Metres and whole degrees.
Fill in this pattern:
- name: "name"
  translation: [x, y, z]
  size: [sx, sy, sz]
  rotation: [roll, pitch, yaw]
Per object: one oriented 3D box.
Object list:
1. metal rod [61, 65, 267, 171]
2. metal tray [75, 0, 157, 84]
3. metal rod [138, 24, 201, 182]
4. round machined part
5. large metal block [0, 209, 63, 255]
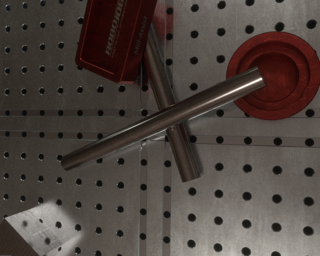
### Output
- name: "metal rod"
  translation: [-0.015, -0.001, 0.391]
  size: [0.300, 0.025, 0.025]
  rotation: [-24, 82, 27]
- name: "metal tray"
  translation: [-0.060, -0.133, 0.409]
  size: [0.090, 0.030, 0.129]
  rotation: [27, 109, 29]
- name: "metal rod"
  translation: [-0.005, -0.075, 0.413]
  size: [0.025, 0.025, 0.299]
  rotation: [-20, 84, 18]
- name: "round machined part"
  translation: [0.129, -0.057, 0.358]
  size: [0.098, 0.042, 0.097]
  rotation: [0, 90, 19]
- name: "large metal block"
  translation: [-0.210, 0.187, 0.472]
  size: [0.080, 0.050, 0.080]
  rotation: [39, 102, 15]
